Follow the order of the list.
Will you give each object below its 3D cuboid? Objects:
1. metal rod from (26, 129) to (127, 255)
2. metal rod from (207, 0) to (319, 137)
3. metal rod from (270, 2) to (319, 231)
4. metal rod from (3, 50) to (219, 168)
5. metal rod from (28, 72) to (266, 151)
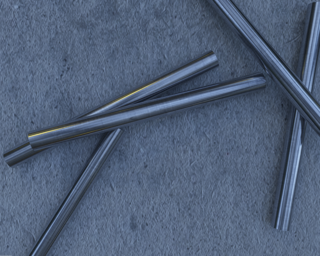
[{"bbox_3d":[-0.134,0.126,0.408,0.025,0.025,0.299,32,90,0],"label":"metal rod"},{"bbox_3d":[0.130,-0.098,0.394,0.025,0.025,0.299,-37,84,0],"label":"metal rod"},{"bbox_3d":[0.184,-0.015,0.411,0.025,0.025,0.298,10,90,0],"label":"metal rod"},{"bbox_3d":[-0.063,-0.025,0.409,0.301,0.025,0.025,-26,90,0],"label":"metal rod"},{"bbox_3d":[-0.010,-0.023,0.393,0.302,0.025,0.025,-15,90,-7],"label":"metal rod"}]
